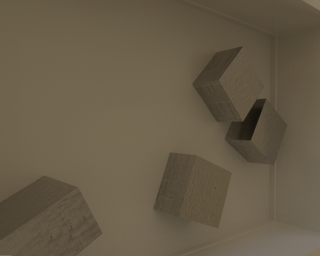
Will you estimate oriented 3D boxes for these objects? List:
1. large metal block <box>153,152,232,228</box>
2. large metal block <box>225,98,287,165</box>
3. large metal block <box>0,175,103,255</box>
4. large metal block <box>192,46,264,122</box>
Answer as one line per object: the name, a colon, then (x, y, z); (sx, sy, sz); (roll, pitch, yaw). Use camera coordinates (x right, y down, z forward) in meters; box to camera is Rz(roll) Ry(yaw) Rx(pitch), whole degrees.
large metal block: (0.047, 0.086, 0.430); (0.080, 0.050, 0.080); (28, 73, -37)
large metal block: (0.166, 0.007, 0.529); (0.080, 0.050, 0.080); (40, 66, -33)
large metal block: (-0.113, 0.090, 0.276); (0.081, 0.080, 0.050); (-34, 112, -35)
large metal block: (0.108, -0.066, 0.480); (0.080, 0.050, 0.080); (-52, 121, -27)
